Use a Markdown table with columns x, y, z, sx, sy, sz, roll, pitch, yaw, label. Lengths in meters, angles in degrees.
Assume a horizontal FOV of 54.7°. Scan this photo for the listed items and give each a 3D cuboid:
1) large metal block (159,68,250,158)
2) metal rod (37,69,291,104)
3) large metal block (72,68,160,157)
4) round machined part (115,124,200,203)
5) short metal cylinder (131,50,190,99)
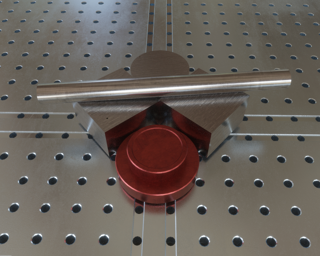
| x | y | z | sx | sy | sz | roll | pitch | yaw | label |
| --- | --- | --- | --- | --- | --- | --- | --- | --- | --- |
| 0.055 | -0.022 | 0.402 | 0.080 | 0.050 | 0.080 | 35 | 59 | 25 | large metal block |
| 0.007 | -0.051 | 0.378 | 0.302 | 0.025 | 0.025 | -4 | 50 | -3 | metal rod |
| -0.058 | -0.023 | 0.405 | 0.081 | 0.050 | 0.080 | -32 | 59 | -25 | large metal block |
| -0.003 | 0.034 | 0.362 | 0.099 | 0.042 | 0.098 | 0 | 50 | 0 | round machined part |
| 0.000 | -0.066 | 0.442 | 0.081 | 0.050 | 0.080 | 0 | 50 | 0 | short metal cylinder |
